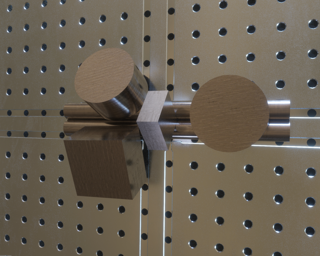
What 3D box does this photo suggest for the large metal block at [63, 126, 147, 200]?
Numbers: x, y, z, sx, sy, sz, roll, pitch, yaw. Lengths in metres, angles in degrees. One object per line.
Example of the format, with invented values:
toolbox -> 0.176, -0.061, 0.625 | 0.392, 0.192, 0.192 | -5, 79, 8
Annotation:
large metal block -> -0.069, 0.043, 0.405 | 0.080, 0.050, 0.079 | -1, 110, 20

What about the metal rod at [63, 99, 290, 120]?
metal rod -> 0.007, -0.023, 0.406 | 0.301, 0.025, 0.025 | 1, 90, 19

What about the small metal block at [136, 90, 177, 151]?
small metal block -> -0.002, -0.009, 0.366 | 0.025, 0.050, 0.050 | 1, 48, 20

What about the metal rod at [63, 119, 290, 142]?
metal rod -> 0.007, 0.002, 0.406 | 0.301, 0.025, 0.025 | 1, 90, 19

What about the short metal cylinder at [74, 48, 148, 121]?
short metal cylinder -> -0.062, -0.056, 0.402 | 0.080, 0.050, 0.080 | -7, 64, 16

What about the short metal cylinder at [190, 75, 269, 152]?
short metal cylinder -> 0.078, -0.015, 0.341 | 0.080, 0.050, 0.079 | 0, 90, 20
